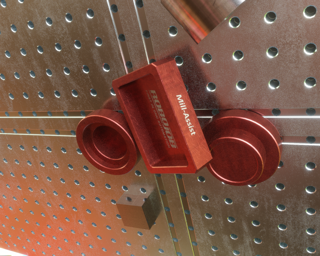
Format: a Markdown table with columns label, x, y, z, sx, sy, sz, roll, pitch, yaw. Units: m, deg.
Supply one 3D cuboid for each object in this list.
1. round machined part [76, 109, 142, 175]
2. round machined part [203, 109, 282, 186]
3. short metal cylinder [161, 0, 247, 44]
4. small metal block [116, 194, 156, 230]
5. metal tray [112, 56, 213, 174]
| label | x | y | z | sx | sy | sz | roll | pitch | yaw |
| --- | --- | --- | --- | --- | --- | --- | --- | --- | --- |
| round machined part | -0.067 | 0.016 | 0.444 | 0.098 | 0.042 | 0.097 | 13 | 124 | 20 |
| round machined part | 0.092 | 0.030 | 0.370 | 0.098 | 0.042 | 0.097 | 13 | 124 | 21 |
| short metal cylinder | 0.047 | -0.121 | 0.275 | 0.050 | 0.080 | 0.080 | 48 | 129 | -6 |
| small metal block | -0.040 | 0.139 | 0.517 | 0.050 | 0.025 | 0.050 | -1 | 118 | 28 |
| metal tray | 0.000 | -0.009 | 0.371 | 0.090 | 0.030 | 0.129 | -11 | 105 | 50 |
